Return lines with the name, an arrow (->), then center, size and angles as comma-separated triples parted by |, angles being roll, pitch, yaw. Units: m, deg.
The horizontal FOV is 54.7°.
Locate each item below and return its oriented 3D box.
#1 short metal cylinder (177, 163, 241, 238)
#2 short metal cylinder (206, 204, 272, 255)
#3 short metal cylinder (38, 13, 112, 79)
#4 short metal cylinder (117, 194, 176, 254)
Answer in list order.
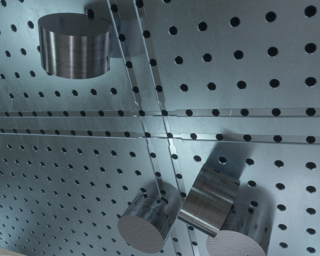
short metal cylinder -> 0.063, 0.092, 0.399 | 0.050, 0.080, 0.079 | 26, 127, 12
short metal cylinder -> 0.110, 0.154, 0.432 | 0.080, 0.050, 0.079 | 13, 124, 20
short metal cylinder -> -0.099, -0.098, 0.365 | 0.080, 0.080, 0.050 | 21, 126, 15
short metal cylinder -> -0.021, 0.154, 0.500 | 0.080, 0.050, 0.079 | 13, 124, 20
